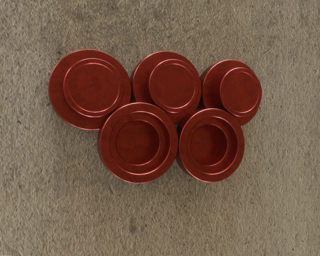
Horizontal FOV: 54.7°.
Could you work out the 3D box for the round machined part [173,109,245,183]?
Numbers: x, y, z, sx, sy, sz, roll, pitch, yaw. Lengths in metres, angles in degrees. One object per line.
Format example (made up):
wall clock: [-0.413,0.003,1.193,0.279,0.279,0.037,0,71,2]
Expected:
round machined part: [0.063,0.023,0.426,0.099,0.042,0.097,0,90,-21]

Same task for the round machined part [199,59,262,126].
round machined part: [0.105,-0.049,0.441,0.099,0.042,0.097,0,90,-21]

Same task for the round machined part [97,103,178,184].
round machined part: [-0.030,0.018,0.391,0.099,0.042,0.097,0,90,-21]

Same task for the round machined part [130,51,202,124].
round machined part: [0.012,-0.053,0.407,0.099,0.042,0.097,0,90,-21]

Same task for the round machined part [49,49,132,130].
round machined part: [-0.081,-0.046,0.372,0.099,0.042,0.097,0,90,-21]
